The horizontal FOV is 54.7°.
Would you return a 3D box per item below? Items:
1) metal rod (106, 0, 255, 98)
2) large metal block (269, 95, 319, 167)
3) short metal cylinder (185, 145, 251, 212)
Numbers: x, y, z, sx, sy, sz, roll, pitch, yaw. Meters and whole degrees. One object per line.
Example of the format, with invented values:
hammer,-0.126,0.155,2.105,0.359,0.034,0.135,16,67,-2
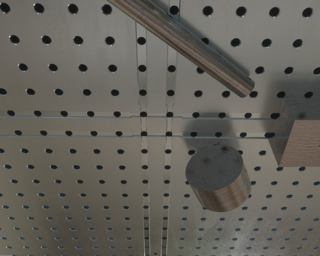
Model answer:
metal rod,-0.015,-0.116,0.311,0.301,0.025,0.025,30,124,-24
large metal block,0.196,0.005,0.401,0.080,0.050,0.079,-1,130,0
short metal cylinder,0.082,0.070,0.436,0.080,0.080,0.050,-18,128,14
